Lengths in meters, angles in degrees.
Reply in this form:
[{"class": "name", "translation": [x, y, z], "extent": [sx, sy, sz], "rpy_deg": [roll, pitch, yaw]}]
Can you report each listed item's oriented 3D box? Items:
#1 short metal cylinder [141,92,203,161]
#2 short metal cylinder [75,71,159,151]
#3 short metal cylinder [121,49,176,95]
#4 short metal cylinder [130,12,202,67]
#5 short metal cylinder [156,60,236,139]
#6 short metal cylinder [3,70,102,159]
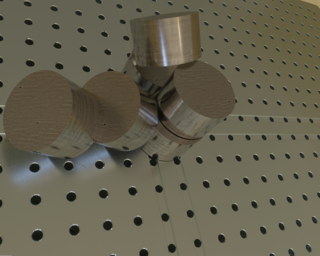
[{"class": "short metal cylinder", "translation": [0.013, -0.004, 0.400], "extent": [0.081, 0.050, 0.080], "rpy_deg": [14, 56, -21]}, {"class": "short metal cylinder", "translation": [-0.048, -0.017, 0.348], "extent": [0.050, 0.080, 0.080], "rpy_deg": [33, 34, -65]}, {"class": "short metal cylinder", "translation": [-0.010, -0.075, 0.432], "extent": [0.081, 0.050, 0.080], "rpy_deg": [13, 56, -21]}, {"class": "short metal cylinder", "translation": [0.008, -0.107, 0.369], "extent": [0.081, 0.080, 0.050], "rpy_deg": [-27, 120, -37]}, {"class": "short metal cylinder", "translation": [0.041, -0.033, 0.368], "extent": [0.081, 0.050, 0.080], "rpy_deg": [13, 56, -21]}, {"class": "short metal cylinder", "translation": [-0.107, -0.012, 0.314], "extent": [0.050, 0.080, 0.080], "rpy_deg": [34, 33, -65]}]
